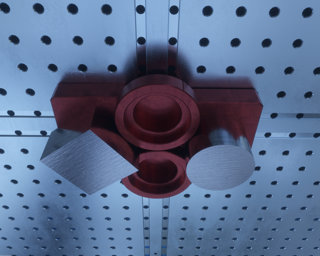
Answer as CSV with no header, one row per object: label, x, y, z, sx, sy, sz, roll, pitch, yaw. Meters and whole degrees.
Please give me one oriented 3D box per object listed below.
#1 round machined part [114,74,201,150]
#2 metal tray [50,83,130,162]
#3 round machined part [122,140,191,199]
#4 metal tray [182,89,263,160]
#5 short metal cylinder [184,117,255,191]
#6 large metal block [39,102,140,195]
round machined part,-0.003,-0.022,0.369,0.099,0.042,0.097,0,130,0
metal tray,-0.083,0.004,0.410,0.091,0.030,0.129,0,130,-2
round machined part,-0.004,0.052,0.433,0.099,0.042,0.097,0,130,0
metal tray,0.076,0.010,0.415,0.091,0.030,0.129,0,130,-1
short metal cylinder,0.071,0.032,0.383,0.081,0.050,0.079,0,130,0
large metal block,-0.081,0.028,0.378,0.080,0.050,0.080,-30,124,23
